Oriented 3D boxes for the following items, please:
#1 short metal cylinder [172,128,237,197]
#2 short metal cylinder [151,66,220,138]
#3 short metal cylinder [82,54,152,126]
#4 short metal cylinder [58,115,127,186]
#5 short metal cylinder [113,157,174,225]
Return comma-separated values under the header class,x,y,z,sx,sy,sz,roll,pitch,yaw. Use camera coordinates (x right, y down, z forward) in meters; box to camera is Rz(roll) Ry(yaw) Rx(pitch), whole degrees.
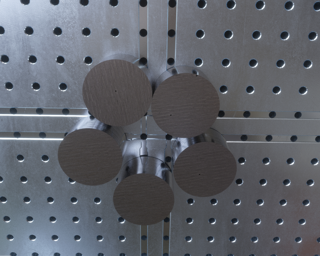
class,x,y,z,sx,sy,sz,roll,pitch,yaw
short metal cylinder,0.057,0.045,0.416,0.081,0.050,0.079,0,112,0
short metal cylinder,0.030,-0.034,0.387,0.081,0.050,0.079,0,110,0
short metal cylinder,-0.049,-0.048,0.381,0.081,0.050,0.079,0,110,-1
short metal cylinder,-0.087,0.029,0.409,0.081,0.050,0.079,0,111,0
short metal cylinder,-0.021,0.086,0.430,0.081,0.050,0.079,0,110,0
